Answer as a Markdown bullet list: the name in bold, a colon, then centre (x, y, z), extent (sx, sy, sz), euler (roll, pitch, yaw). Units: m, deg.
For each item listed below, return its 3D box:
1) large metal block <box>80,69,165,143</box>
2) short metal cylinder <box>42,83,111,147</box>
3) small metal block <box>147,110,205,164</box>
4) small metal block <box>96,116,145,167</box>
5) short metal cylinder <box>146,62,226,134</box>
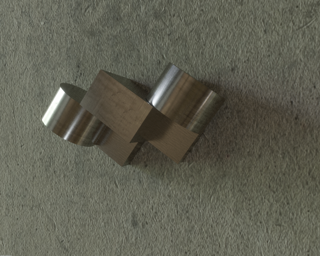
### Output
- **large metal block**: centre (-0.039, -0.026, 0.395), extent (0.080, 0.080, 0.050), euler (37, 102, 16)
- **short metal cylinder**: centre (-0.110, -0.018, 0.420), extent (0.080, 0.080, 0.050), euler (37, 102, 16)
- **small metal block**: centre (0.021, 0.011, 0.403), extent (0.050, 0.025, 0.050), euler (37, 102, 16)
- **small metal block**: centre (-0.053, 0.017, 0.429), extent (0.050, 0.025, 0.050), euler (37, 102, 16)
- **short metal cylinder**: centre (0.031, -0.036, 0.370), extent (0.080, 0.080, 0.050), euler (37, 102, 16)
